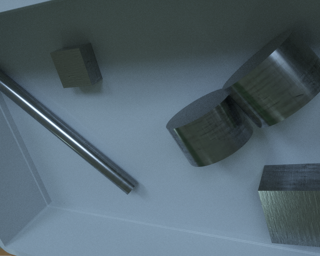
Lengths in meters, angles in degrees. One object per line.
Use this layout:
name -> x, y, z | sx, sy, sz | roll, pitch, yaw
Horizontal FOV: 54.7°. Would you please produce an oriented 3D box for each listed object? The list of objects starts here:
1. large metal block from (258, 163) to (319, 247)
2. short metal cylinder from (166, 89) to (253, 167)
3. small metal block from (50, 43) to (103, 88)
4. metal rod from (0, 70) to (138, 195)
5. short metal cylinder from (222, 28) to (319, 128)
large metal block -> 0.167, 0.089, 0.359 | 0.080, 0.050, 0.080 | -7, 115, 31
short metal cylinder -> 0.054, -0.002, 0.343 | 0.080, 0.080, 0.050 | -24, 106, 36
small metal block -> -0.111, -0.083, 0.414 | 0.050, 0.025, 0.050 | -1, 118, 28
metal rod -> -0.160, 0.001, 0.490 | 0.300, 0.025, 0.025 | 39, 129, 1
short metal cylinder -> 0.106, -0.046, 0.289 | 0.050, 0.080, 0.080 | 47, 129, -5
